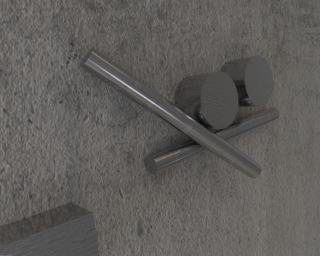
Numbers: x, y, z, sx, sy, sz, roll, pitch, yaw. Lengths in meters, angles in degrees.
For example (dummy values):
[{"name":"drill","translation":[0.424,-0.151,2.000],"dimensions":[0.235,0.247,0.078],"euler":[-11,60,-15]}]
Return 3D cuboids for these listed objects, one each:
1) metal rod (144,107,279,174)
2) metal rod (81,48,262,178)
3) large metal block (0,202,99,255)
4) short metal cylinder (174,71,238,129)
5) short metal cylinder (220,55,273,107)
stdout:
[{"name":"metal rod","translation":[0.100,0.010,0.488],"dimensions":[0.302,0.025,0.025],"euler":[-18,102,-39]},{"name":"metal rod","translation":[0.033,-0.006,0.407],"dimensions":[0.301,0.025,0.025],"euler":[32,70,-27]},{"name":"large metal block","translation":[-0.107,0.128,0.299],"dimensions":[0.081,0.050,0.079],"euler":[-12,98,-39]},{"name":"short metal cylinder","translation":[0.067,-0.038,0.445],"dimensions":[0.081,0.050,0.079],"euler":[0,90,-40]},{"name":"short metal cylinder","translation":[0.141,-0.074,0.507],"dimensions":[0.081,0.050,0.079],"euler":[0,90,-40]}]
